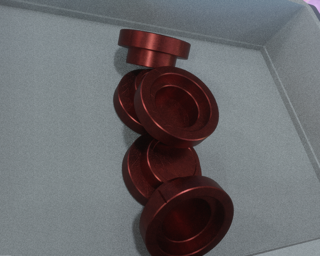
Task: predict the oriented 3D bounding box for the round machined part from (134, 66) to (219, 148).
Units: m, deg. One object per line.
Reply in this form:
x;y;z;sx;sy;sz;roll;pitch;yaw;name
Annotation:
0.016;-0.020;0.360;0.099;0.042;0.098;14;56;-21;round machined part

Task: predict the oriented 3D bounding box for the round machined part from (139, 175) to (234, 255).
0.025;0.091;0.329;0.099;0.097;0.042;6;21;-26;round machined part

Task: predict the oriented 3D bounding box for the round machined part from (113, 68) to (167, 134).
-0.009;-0.040;0.414;0.099;0.042;0.098;14;56;-21;round machined part

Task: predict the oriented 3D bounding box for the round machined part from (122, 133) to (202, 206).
0.008;0.046;0.370;0.099;0.042;0.098;14;56;-21;round machined part

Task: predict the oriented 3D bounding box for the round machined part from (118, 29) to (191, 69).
-0.010;-0.104;0.429;0.099;0.098;0.042;7;101;-25;round machined part
